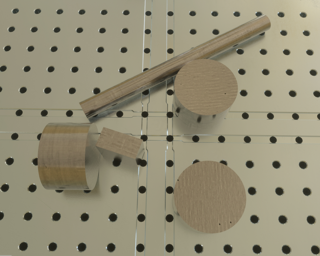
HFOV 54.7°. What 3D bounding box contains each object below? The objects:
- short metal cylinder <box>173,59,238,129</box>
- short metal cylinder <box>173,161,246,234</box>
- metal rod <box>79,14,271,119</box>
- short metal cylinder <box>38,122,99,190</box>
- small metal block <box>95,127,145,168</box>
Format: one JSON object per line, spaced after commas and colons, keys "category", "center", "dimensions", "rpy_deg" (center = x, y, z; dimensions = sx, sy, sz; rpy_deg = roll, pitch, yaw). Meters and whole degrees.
{"category": "short metal cylinder", "center": [0.058, -0.045, 0.415], "dimensions": [0.081, 0.050, 0.080], "rpy_deg": [0, 70, 0]}
{"category": "short metal cylinder", "center": [0.056, 0.084, 0.368], "dimensions": [0.081, 0.050, 0.080], "rpy_deg": [0, 70, 0]}
{"category": "metal rod", "center": [0.028, -0.092, 0.445], "dimensions": [0.302, 0.025, 0.025], "rpy_deg": [-28, 73, -10]}
{"category": "short metal cylinder", "center": [-0.105, 0.033, 0.369], "dimensions": [0.050, 0.080, 0.080], "rpy_deg": [1, 70, 0]}
{"category": "small metal block", "center": [-0.048, 0.026, 0.389], "dimensions": [0.050, 0.050, 0.025], "rpy_deg": [18, 71, 6]}
